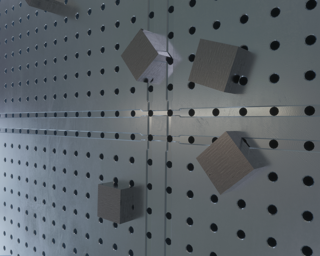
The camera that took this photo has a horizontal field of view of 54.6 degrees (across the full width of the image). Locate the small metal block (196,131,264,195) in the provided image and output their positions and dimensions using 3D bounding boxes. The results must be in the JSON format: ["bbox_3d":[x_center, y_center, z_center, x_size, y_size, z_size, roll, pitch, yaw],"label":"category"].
[{"bbox_3d":[0.077,0.038,0.347,0.050,0.025,0.050,-47,62,30],"label":"small metal block"}]

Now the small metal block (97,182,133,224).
[{"bbox_3d":[-0.068,0.111,0.467,0.050,0.025,0.050,3,92,40],"label":"small metal block"}]

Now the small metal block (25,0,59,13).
[{"bbox_3d":[-0.227,-0.246,0.582,0.050,0.050,0.025,51,120,28],"label":"small metal block"}]

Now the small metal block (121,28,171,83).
[{"bbox_3d":[-0.021,-0.099,0.428,0.050,0.025,0.050,-46,63,30],"label":"small metal block"}]

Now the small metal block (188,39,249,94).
[{"bbox_3d":[0.066,-0.071,0.356,0.050,0.025,0.050,25,106,37],"label":"small metal block"}]
